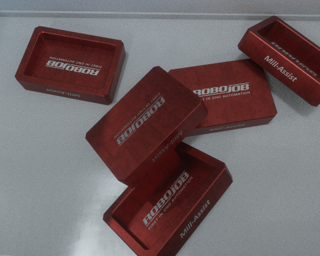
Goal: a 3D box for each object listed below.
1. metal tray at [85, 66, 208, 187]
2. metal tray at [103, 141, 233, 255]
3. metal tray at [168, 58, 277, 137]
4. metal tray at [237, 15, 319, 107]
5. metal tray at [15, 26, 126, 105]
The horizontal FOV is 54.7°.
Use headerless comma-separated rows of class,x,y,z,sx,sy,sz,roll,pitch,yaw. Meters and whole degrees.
metal tray,-0.018,-0.004,0.378,0.130,0.030,0.090,-45,55,-2
metal tray,0.008,0.080,0.353,0.130,0.030,0.090,-48,43,-15
metal tray,0.081,-0.042,0.423,0.131,0.030,0.090,-9,70,-4
metal tray,0.182,-0.096,0.423,0.130,0.030,0.091,43,49,14
metal tray,-0.123,-0.089,0.438,0.131,0.030,0.090,11,70,4
